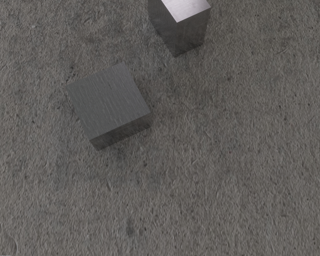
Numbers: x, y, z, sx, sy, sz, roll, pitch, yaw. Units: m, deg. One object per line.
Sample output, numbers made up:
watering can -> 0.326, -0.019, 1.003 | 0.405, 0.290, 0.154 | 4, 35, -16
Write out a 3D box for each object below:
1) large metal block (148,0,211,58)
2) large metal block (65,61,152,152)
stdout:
large metal block -> 0.024, -0.162, 0.438 | 0.050, 0.080, 0.080 | -27, 73, -9
large metal block -> -0.065, -0.027, 0.404 | 0.080, 0.050, 0.080 | -25, 72, -9
